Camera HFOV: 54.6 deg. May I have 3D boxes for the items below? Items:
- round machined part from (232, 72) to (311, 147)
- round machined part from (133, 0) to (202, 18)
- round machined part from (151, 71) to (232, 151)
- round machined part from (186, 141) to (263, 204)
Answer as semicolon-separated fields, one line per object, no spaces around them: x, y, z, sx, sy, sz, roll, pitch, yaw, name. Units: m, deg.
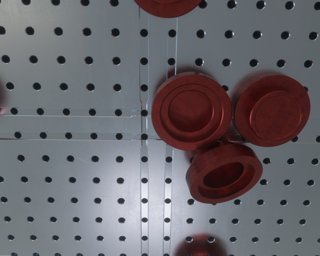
0.144;-0.019;0.398;0.099;0.042;0.097;0;110;0;round machined part
0.009;-0.173;0.341;0.099;0.042;0.097;0;110;0;round machined part
0.038;-0.024;0.396;0.099;0.042;0.097;0;110;0;round machined part
0.081;0.055;0.412;0.099;0.042;0.097;-9;134;-9;round machined part
